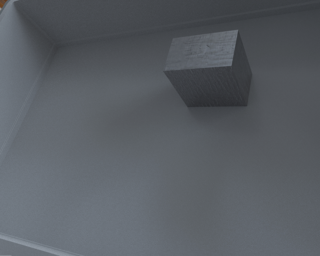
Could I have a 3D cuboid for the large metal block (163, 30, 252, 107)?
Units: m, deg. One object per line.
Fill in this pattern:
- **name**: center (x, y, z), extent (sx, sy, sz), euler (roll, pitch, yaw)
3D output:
- **large metal block**: center (0.062, -0.068, 0.381), extent (0.080, 0.080, 0.050), euler (1, 63, 29)
